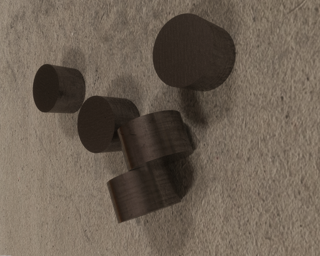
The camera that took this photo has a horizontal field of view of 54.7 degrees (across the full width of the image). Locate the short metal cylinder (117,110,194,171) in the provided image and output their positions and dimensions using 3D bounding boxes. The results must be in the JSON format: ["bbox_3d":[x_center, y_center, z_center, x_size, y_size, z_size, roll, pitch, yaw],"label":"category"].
[{"bbox_3d":[-0.006,0.018,0.372,0.080,0.081,0.050,-28,72,36],"label":"short metal cylinder"}]

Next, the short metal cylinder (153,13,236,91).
[{"bbox_3d":[0.039,-0.084,0.355,0.080,0.050,0.079,0,90,39],"label":"short metal cylinder"}]

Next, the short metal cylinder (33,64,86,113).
[{"bbox_3d":[-0.172,-0.065,0.528,0.080,0.050,0.079,0,90,39],"label":"short metal cylinder"}]

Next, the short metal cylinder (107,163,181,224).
[{"bbox_3d":[-0.020,0.080,0.384,0.080,0.081,0.050,-30,71,35],"label":"short metal cylinder"}]

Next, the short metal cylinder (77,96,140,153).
[{"bbox_3d":[-0.074,-0.005,0.447,0.080,0.050,0.079,0,90,39],"label":"short metal cylinder"}]
